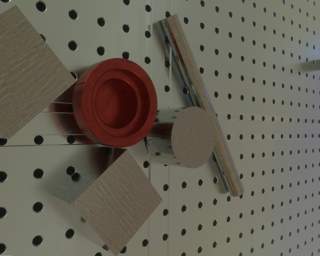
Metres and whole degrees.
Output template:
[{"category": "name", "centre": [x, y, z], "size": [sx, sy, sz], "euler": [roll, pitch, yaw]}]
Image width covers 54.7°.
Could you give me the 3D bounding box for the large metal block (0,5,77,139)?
[{"category": "large metal block", "centre": [-0.139, -0.047, 0.276], "size": [0.080, 0.050, 0.080], "euler": [-50, 120, -28]}]

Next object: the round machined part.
[{"category": "round machined part", "centre": [-0.054, -0.027, 0.352], "size": [0.099, 0.042, 0.097], "euler": [-1, 92, -40]}]

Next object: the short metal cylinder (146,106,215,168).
[{"category": "short metal cylinder", "centre": [0.029, 0.012, 0.417], "size": [0.081, 0.050, 0.079], "euler": [0, 90, -40]}]

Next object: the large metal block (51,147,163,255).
[{"category": "large metal block", "centre": [-0.056, 0.078, 0.346], "size": [0.080, 0.050, 0.080], "euler": [-46, 118, -30]}]

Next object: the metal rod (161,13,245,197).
[{"category": "metal rod", "centre": [0.070, -0.022, 0.467], "size": [0.025, 0.025, 0.299], "euler": [-38, 113, -34]}]
